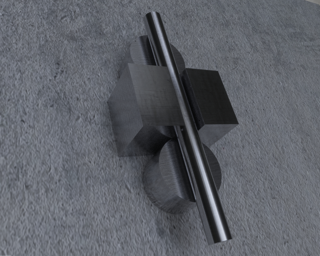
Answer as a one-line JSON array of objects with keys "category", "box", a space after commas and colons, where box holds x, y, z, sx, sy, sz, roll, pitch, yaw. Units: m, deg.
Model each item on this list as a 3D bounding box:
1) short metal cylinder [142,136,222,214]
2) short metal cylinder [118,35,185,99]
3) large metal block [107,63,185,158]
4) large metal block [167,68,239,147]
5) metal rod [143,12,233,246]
[{"category": "short metal cylinder", "box": [0.025, 0.057, 0.369, 0.081, 0.050, 0.080, 14, 56, -21]}, {"category": "short metal cylinder", "box": [-0.012, -0.082, 0.432, 0.081, 0.050, 0.080, 14, 56, -21]}, {"category": "large metal block", "box": [-0.021, -0.019, 0.370, 0.050, 0.080, 0.080, -1, 62, -29]}, {"category": "large metal block", "box": [0.047, -0.021, 0.407, 0.050, 0.080, 0.080, -1, 62, -29]}, {"category": "metal rod", "box": [0.024, -0.019, 0.365, 0.025, 0.025, 0.299, -1, 62, -29]}]
